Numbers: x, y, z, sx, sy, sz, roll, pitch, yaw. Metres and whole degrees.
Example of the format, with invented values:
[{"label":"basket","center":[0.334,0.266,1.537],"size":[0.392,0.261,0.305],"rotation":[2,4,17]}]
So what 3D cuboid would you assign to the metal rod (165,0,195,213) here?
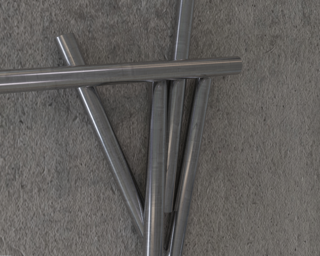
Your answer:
[{"label":"metal rod","center":[0.021,-0.039,0.416],"size":[0.025,0.025,0.298],"rotation":[7,88,-20]}]

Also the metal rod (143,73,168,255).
[{"label":"metal rod","center":[-0.006,0.077,0.386],"size":[0.025,0.025,0.298],"rotation":[5,81,-20]}]

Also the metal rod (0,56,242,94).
[{"label":"metal rod","center":[-0.037,-0.065,0.367],"size":[0.302,0.025,0.025],"rotation":[-8,93,-20]}]

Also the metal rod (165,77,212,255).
[{"label":"metal rod","center":[0.034,0.078,0.421],"size":[0.025,0.025,0.298],"rotation":[11,86,-20]}]

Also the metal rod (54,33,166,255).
[{"label":"metal rod","center":[-0.059,0.030,0.387],"size":[0.025,0.025,0.299],"rotation":[-24,98,-18]}]
